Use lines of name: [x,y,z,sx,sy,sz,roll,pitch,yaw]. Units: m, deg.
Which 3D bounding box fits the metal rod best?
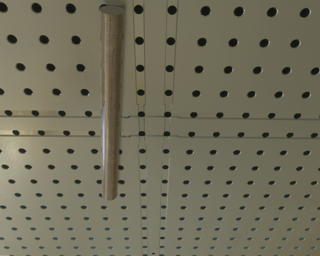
metal rod: [-0.065,-0.005,0.406,0.025,0.025,0.298,5,130,-5]
